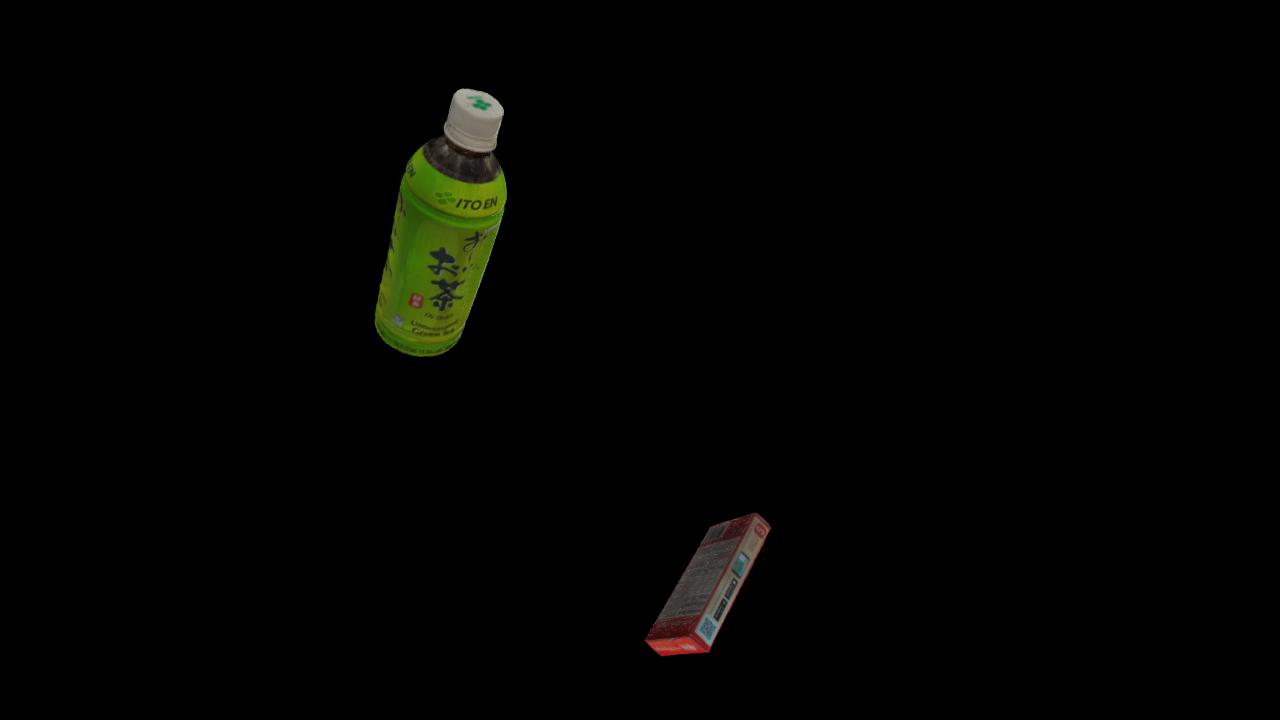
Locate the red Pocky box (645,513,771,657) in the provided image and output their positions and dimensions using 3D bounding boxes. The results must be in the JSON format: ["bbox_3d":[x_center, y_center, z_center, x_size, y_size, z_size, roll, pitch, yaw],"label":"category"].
[{"bbox_3d":[0.071,0.228,0.628,0.083,0.028,0.155,-36,9,50],"label":"red Pocky box"}]

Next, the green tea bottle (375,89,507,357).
[{"bbox_3d":[-0.141,-0.091,0.442,0.073,0.073,0.212,0,-40,-32],"label":"green tea bottle"}]
